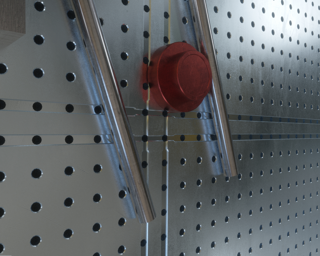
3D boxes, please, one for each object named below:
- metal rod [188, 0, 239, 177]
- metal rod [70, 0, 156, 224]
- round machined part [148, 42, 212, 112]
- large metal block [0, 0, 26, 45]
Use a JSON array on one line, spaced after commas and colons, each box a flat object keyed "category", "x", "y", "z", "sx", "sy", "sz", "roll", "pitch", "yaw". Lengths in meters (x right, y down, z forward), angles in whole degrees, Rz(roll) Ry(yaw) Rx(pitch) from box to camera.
[{"category": "metal rod", "x": 0.084, "y": -0.067, "z": 0.481, "sx": 0.025, "sy": 0.025, "sz": 0.298, "roll": -22, "pitch": 104, "yaw": -38}, {"category": "metal rod", "x": -0.055, "y": -0.025, "z": 0.364, "sx": 0.025, "sy": 0.025, "sz": 0.298, "roll": -25, "pitch": 106, "yaw": -38}, {"category": "round machined part", "x": 0.035, "y": -0.070, "z": 0.429, "sx": 0.099, "sy": 0.042, "sz": 0.097, "roll": 0, "pitch": 90, "yaw": -40}, {"category": "large metal block", "x": -0.162, "y": -0.120, "z": 0.257, "sx": 0.081, "sy": 0.050, "sz": 0.079, "roll": -1, "pitch": 91, "yaw": -40}]
